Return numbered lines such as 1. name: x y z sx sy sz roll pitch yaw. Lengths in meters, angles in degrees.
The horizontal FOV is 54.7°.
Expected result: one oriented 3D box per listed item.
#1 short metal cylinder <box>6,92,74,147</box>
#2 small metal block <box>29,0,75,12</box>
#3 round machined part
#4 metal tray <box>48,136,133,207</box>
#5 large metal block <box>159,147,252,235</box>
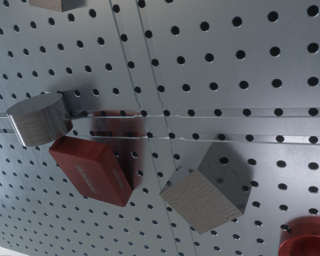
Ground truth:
1. short metal cylinder: -0.176 -0.014 0.460 0.080 0.080 0.050 1 119 27
2. small metal block: -0.133 -0.172 0.375 0.050 0.025 0.050 18 126 18
3. round machined part: 0.205 0.176 0.401 0.098 0.042 0.097 13 124 21
4. metal tray: -0.103 0.069 0.480 0.090 0.030 0.129 9 141 23
5. large metal block: 0.060 0.086 0.416 0.080 0.050 0.080 45 129 -3
